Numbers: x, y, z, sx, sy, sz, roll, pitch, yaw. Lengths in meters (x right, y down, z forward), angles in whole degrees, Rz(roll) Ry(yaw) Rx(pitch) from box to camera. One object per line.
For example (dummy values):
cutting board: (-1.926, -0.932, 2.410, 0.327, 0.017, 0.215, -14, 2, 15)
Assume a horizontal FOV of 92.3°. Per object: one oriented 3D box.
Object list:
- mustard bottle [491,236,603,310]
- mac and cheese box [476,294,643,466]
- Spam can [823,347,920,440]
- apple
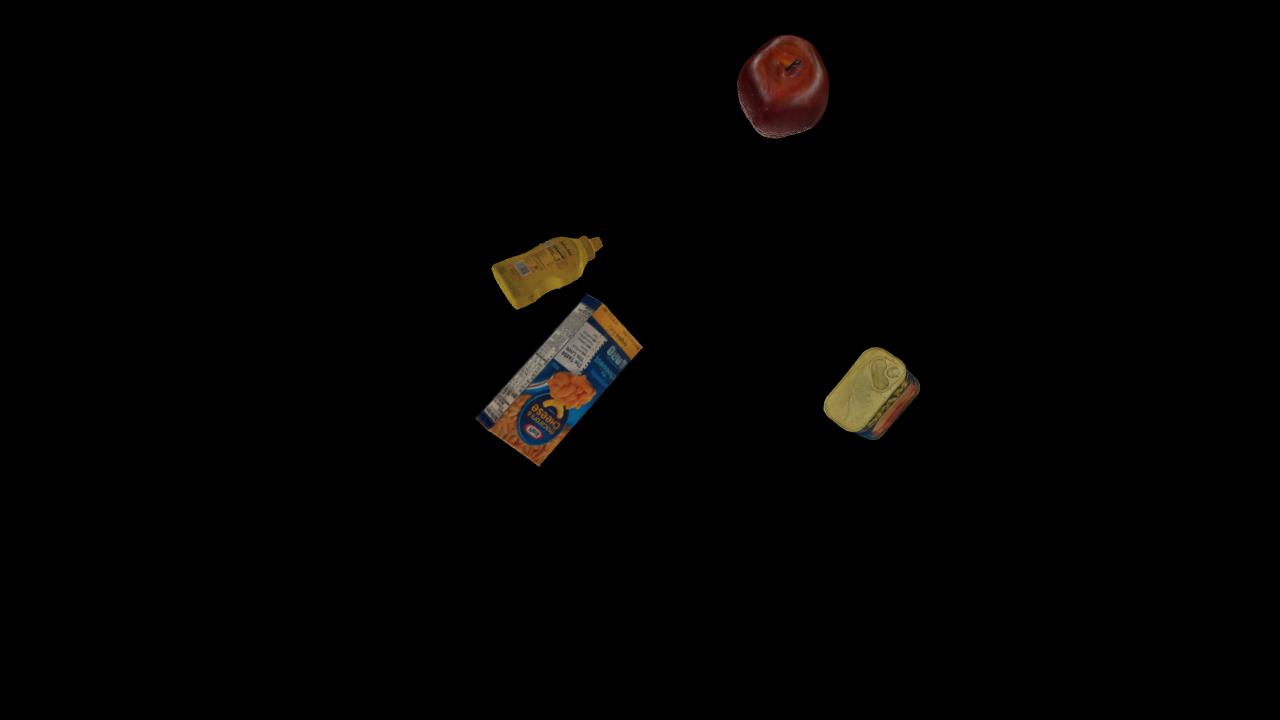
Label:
mustard bottle: (-0.143, -0.157, 1.012, 0.184, 0.092, 0.054, -29, -35, -15)
mac and cheese box: (-0.087, 0.023, 0.694, 0.041, 0.184, 0.093, 33, -10, 44)
Spam can: (0.280, 0.044, 0.738, 0.085, 0.101, 0.058, 24, 17, -51)
apple: (0.123, -0.230, 0.526, 0.079, 0.079, 0.093, 0, -3, 4)
